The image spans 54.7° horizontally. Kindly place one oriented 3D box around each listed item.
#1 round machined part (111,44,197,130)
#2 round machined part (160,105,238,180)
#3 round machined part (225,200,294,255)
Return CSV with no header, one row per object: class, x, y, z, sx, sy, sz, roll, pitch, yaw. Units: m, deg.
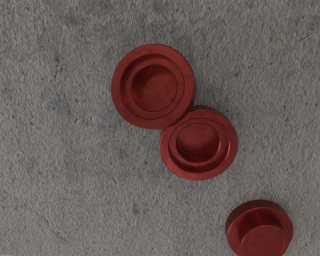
round machined part,-0.004,-0.046,0.370,0.098,0.042,0.097,-1,87,15
round machined part,0.049,0.016,0.407,0.099,0.042,0.097,0,110,0
round machined part,0.150,0.160,0.461,0.099,0.042,0.097,0,110,0
